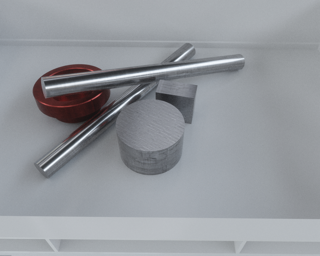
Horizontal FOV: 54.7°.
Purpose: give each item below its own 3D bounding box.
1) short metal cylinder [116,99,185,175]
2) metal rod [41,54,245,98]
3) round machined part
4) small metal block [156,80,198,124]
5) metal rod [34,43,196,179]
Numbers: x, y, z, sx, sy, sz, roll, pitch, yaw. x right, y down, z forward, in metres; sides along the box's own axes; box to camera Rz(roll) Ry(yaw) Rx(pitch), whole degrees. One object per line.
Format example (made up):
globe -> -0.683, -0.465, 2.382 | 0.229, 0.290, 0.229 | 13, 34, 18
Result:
short metal cylinder -> -0.011, 0.011, 0.380 | 0.081, 0.050, 0.080 | 0, 50, 0
metal rod -> -0.003, -0.076, 0.427 | 0.303, 0.025, 0.025 | -13, 50, -28
round machined part -> -0.117, -0.044, 0.424 | 0.099, 0.042, 0.098 | -1, 43, 1
small metal block -> 0.022, -0.035, 0.418 | 0.050, 0.050, 0.025 | 10, 51, 8
metal rod -> -0.045, -0.040, 0.437 | 0.025, 0.025, 0.301 | 31, 56, 23
